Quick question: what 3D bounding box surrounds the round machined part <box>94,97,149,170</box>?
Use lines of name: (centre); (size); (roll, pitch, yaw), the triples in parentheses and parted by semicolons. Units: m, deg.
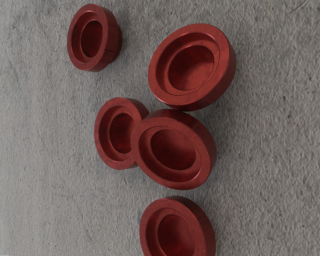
round machined part: (-0.044, 0.007, 0.431); (0.098, 0.042, 0.097); (0, 90, 40)

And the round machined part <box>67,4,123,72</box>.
round machined part: (-0.096, -0.134, 0.473); (0.098, 0.042, 0.097); (0, 90, 40)

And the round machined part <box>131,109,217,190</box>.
round machined part: (0.019, 0.021, 0.360); (0.098, 0.042, 0.097); (14, 125, 21)

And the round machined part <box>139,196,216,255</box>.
round machined part: (0.025, 0.130, 0.374); (0.098, 0.042, 0.097); (0, 90, 40)

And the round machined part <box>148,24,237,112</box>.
round machined part: (0.039, -0.064, 0.349); (0.098, 0.042, 0.098); (-12, 66, 28)
